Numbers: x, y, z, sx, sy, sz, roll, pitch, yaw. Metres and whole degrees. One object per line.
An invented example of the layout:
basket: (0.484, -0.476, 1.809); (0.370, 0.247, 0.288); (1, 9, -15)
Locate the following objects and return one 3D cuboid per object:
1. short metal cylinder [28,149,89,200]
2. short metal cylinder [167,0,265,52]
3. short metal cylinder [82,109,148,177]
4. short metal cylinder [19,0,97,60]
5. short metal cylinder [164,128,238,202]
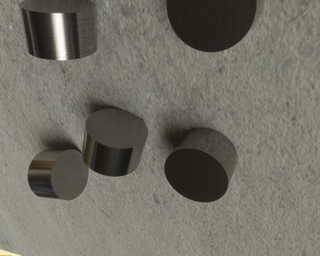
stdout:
short metal cylinder: (-0.163, 0.074, 0.501); (0.050, 0.080, 0.080); (-2, 117, 29)
short metal cylinder: (0.053, -0.117, 0.289); (0.080, 0.050, 0.079); (13, 124, 20)
short metal cylinder: (-0.060, 0.018, 0.413); (0.080, 0.080, 0.050); (26, 127, 12)
short metal cylinder: (-0.115, -0.117, 0.358); (0.080, 0.080, 0.050); (17, 125, 18)
short metal cylinder: (0.052, 0.046, 0.391); (0.080, 0.050, 0.079); (13, 124, 20)
